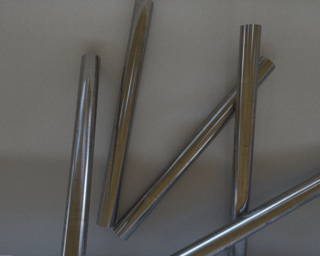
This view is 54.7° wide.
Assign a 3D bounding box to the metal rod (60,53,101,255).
[{"bbox_3d":[-0.089,0.045,0.351,0.025,0.025,0.299,-1,66,0],"label":"metal rod"}]

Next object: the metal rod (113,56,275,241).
[{"bbox_3d":[0.045,0.027,0.411,0.025,0.025,0.300,41,90,0],"label":"metal rod"}]

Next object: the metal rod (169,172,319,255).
[{"bbox_3d":[0.135,0.106,0.385,0.302,0.025,0.025,-25,90,-11],"label":"metal rod"}]

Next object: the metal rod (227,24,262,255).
[{"bbox_3d":[0.106,0.024,0.394,0.025,0.025,0.298,2,97,0],"label":"metal rod"}]

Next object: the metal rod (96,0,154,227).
[{"bbox_3d":[-0.046,-0.020,0.410,0.025,0.025,0.298,10,90,0],"label":"metal rod"}]
